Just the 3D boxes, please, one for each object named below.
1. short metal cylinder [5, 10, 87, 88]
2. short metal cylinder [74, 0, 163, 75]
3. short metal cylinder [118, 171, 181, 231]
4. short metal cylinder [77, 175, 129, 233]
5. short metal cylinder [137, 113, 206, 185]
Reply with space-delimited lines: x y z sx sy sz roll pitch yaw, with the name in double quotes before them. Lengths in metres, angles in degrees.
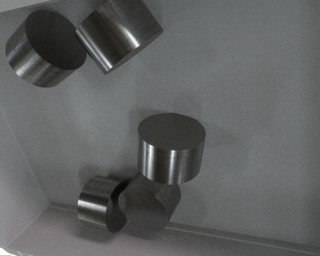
"short metal cylinder" -0.140 -0.097 0.385 0.050 0.080 0.080 -26 105 37
"short metal cylinder" -0.043 -0.101 0.332 0.080 0.080 0.050 -29 102 37
"short metal cylinder" -0.015 0.107 0.465 0.080 0.050 0.079 13 124 20
"short metal cylinder" -0.084 0.119 0.489 0.050 0.080 0.079 7 122 24
"short metal cylinder" 0.013 0.023 0.380 0.080 0.080 0.050 16 125 18
